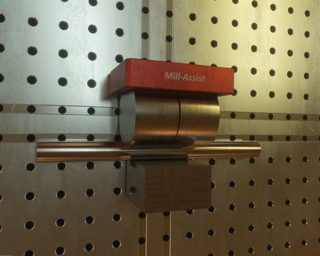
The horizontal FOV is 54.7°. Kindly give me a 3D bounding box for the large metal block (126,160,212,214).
[{"bbox_3d":[0.008,0.067,0.382,0.081,0.080,0.050,1,90,-20],"label":"large metal block"}]

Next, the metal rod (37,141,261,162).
[{"bbox_3d":[0.000,0.029,0.409,0.303,0.025,0.025,1,90,-20],"label":"metal rod"}]

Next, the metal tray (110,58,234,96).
[{"bbox_3d":[0.012,-0.056,0.378,0.131,0.090,0.030,1,90,-20],"label":"metal tray"}]

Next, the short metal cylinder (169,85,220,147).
[{"bbox_3d":[0.033,-0.016,0.393,0.050,0.080,0.079,2,90,-20],"label":"short metal cylinder"}]

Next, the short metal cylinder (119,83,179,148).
[{"bbox_3d":[-0.016,-0.016,0.375,0.050,0.080,0.079,1,90,-20],"label":"short metal cylinder"}]
